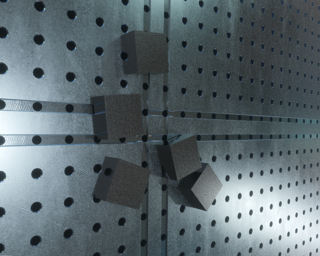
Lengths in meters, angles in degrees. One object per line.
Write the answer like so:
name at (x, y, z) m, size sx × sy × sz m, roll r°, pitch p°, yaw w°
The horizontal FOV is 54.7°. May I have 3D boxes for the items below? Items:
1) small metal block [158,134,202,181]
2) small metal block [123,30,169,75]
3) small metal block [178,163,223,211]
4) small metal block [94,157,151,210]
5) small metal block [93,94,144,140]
small metal block at (0.029, 0.040, 0.436) m, size 0.050 × 0.025 × 0.050 m, roll -21°, pitch 103°, yaw -38°
small metal block at (-0.017, -0.095, 0.396) m, size 0.050 × 0.025 × 0.050 m, roll -8°, pitch 95°, yaw -40°
small metal block at (0.062, 0.087, 0.464) m, size 0.050 × 0.025 × 0.050 m, roll -50°, pitch 120°, yaw -28°
small metal block at (-0.044, 0.067, 0.374) m, size 0.050 × 0.025 × 0.050 m, roll 27°, pitch 73°, yaw -37°
small metal block at (-0.049, -0.014, 0.370) m, size 0.050 × 0.025 × 0.050 m, roll -8°, pitch 95°, yaw -40°
